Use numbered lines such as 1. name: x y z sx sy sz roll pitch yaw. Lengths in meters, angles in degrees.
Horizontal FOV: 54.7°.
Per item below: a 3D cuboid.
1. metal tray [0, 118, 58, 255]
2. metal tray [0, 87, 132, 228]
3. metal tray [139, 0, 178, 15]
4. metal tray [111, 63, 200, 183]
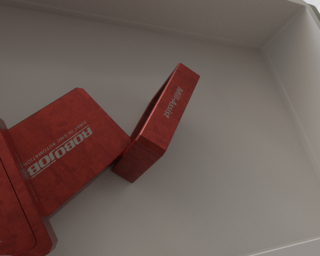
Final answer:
1. metal tray: -0.154 0.061 0.253 0.091 0.030 0.130 -26 81 -15
2. metal tray: -0.105 0.026 0.323 0.090 0.030 0.131 46 56 4
3. metal tray: -0.028 -0.268 0.555 0.131 0.030 0.090 22 53 -15
4. metal tray: -0.004 -0.007 0.367 0.030 0.090 0.130 33 51 -8
